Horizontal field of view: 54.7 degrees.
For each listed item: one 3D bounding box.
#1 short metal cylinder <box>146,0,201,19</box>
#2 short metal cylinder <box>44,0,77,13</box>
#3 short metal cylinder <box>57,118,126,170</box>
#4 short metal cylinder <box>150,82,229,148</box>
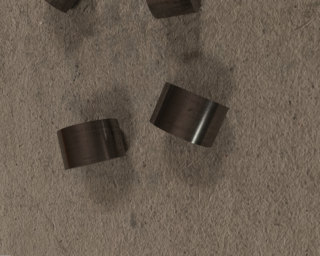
[{"bbox_3d":[0.015,-0.177,0.374,0.050,0.080,0.079,-3,89,20],"label":"short metal cylinder"},{"bbox_3d":[-0.147,-0.209,0.430,0.050,0.080,0.080,-44,77,15],"label":"short metal cylinder"},{"bbox_3d":[-0.090,0.022,0.410,0.080,0.080,0.050,-15,85,19],"label":"short metal cylinder"},{"bbox_3d":[0.034,-0.017,0.367,0.080,0.080,0.050,25,99,18],"label":"short metal cylinder"}]
